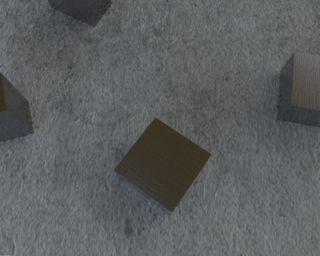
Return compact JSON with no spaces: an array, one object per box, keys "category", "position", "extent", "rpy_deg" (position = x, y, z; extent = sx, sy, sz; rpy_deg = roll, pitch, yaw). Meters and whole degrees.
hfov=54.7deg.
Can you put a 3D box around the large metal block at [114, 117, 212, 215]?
[{"category":"large metal block","position":[0.004,0.048,0.378],"extent":[0.080,0.050,0.080],"rpy_deg":[34,73,11]}]

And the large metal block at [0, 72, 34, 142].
[{"category":"large metal block","position":[-0.215,-0.018,0.383],"extent":[0.081,0.080,0.050],"rpy_deg":[-16,71,-6]}]

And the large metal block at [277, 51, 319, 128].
[{"category":"large metal block","position":[0.209,-0.049,0.415],"extent":[0.080,0.050,0.080],"rpy_deg":[11,70,3]}]

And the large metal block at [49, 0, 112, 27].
[{"category":"large metal block","position":[-0.124,-0.207,0.453],"extent":[0.080,0.080,0.050],"rpy_deg":[26,72,9]}]
